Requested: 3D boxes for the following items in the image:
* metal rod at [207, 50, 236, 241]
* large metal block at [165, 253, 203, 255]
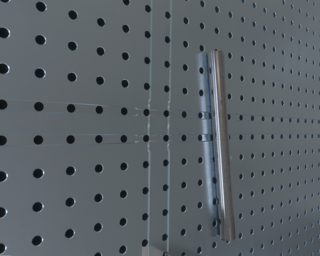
[{"bbox_3d":[0.098,0.030,0.491,0.025,0.025,0.298,-8,95,-40],"label":"metal rod"},{"bbox_3d":[0.043,0.225,0.430,0.080,0.050,0.080,23,76,-38],"label":"large metal block"}]
